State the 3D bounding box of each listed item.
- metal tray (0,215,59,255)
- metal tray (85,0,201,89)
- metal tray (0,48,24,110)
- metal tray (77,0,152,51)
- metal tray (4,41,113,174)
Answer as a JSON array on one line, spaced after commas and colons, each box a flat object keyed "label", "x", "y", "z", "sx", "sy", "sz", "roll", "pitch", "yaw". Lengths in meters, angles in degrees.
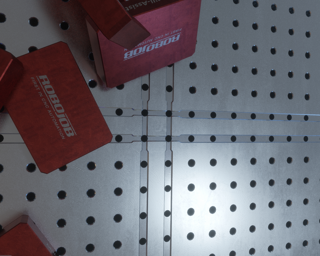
[{"label": "metal tray", "x": -0.156, "y": 0.179, "z": 0.353, "sx": 0.090, "sy": 0.030, "sz": 0.130, "roll": -35, "pitch": 101, "yaw": -17}, {"label": "metal tray", "x": -0.016, "y": -0.109, "z": 0.372, "sx": 0.131, "sy": 0.090, "sz": 0.030, "roll": -26, "pitch": 58, "yaw": -18}, {"label": "metal tray", "x": -0.218, "y": -0.056, "z": 0.307, "sx": 0.130, "sy": 0.030, "sz": 0.090, "roll": 25, "pitch": 81, "yaw": 1}, {"label": "metal tray", "x": -0.067, "y": -0.147, "z": 0.334, "sx": 0.030, "sy": 0.090, "sz": 0.130, "roll": -38, "pitch": 86, "yaw": 13}, {"label": "metal tray", "x": -0.125, "y": -0.024, "z": 0.364, "sx": 0.091, "sy": 0.030, "sz": 0.130, "roll": -28, "pitch": 99, "yaw": -18}]
